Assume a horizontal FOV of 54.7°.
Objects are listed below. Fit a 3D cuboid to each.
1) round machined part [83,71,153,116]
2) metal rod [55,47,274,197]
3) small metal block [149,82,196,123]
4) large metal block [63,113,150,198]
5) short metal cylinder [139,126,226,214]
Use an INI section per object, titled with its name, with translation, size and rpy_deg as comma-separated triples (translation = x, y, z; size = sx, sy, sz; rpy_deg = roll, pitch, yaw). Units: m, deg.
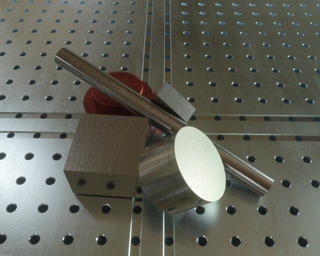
[round machined part]
translation = -0.057, -0.041, 0.431
size = 0.099, 0.042, 0.098
rpy_deg = 0, 50, 0
[metal rod]
translation = -0.002, -0.013, 0.376
size = 0.301, 0.025, 0.025
rpy_deg = 33, 56, 9
[small metal block]
translation = 0.009, -0.025, 0.400
size = 0.050, 0.050, 0.025
rpy_deg = 42, 58, -11
[large metal block]
translation = -0.056, 0.031, 0.361
size = 0.080, 0.050, 0.080
rpy_deg = 4, 50, 3
[short metal cylinder]
translation = 0.024, 0.045, 0.326
size = 0.080, 0.050, 0.080
rpy_deg = 30, 45, -35
